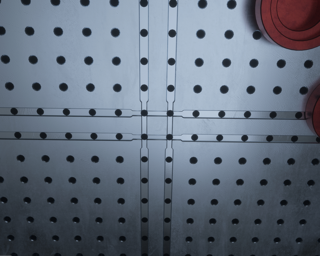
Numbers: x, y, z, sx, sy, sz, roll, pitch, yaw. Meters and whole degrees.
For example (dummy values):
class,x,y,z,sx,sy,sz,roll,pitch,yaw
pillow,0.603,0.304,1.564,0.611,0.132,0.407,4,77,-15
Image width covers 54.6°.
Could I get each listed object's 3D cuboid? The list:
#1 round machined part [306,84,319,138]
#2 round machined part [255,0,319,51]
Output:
class,x,y,z,sx,sy,sz,roll,pitch,yaw
round machined part,0.246,-0.020,0.399,0.099,0.042,0.097,0,110,0
round machined part,0.158,-0.140,0.354,0.099,0.042,0.097,0,110,0
